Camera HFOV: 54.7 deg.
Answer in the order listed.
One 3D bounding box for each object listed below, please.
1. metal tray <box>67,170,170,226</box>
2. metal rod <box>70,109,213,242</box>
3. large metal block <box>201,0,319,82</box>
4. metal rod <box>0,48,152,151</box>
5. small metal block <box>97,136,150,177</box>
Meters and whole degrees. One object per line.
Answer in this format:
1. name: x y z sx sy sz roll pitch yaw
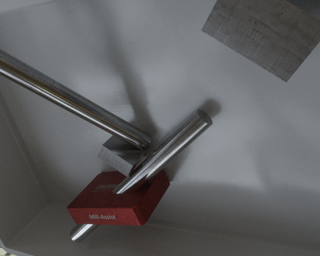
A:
1. metal tray: -0.061 0.100 0.458 0.130 0.090 0.030 -10 114 32
2. metal rod: -0.041 0.081 0.436 0.025 0.025 0.299 44 117 -3
3. large metal block: 0.093 -0.094 0.265 0.080 0.080 0.050 33 129 6
4. metal rod: -0.133 -0.047 0.360 0.301 0.025 0.025 31 135 -29
5. small metal block: -0.051 0.033 0.438 0.050 0.050 0.025 33 128 6
